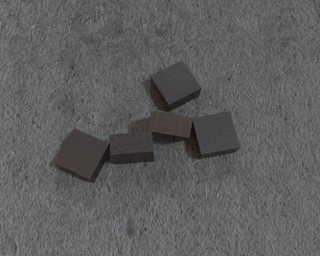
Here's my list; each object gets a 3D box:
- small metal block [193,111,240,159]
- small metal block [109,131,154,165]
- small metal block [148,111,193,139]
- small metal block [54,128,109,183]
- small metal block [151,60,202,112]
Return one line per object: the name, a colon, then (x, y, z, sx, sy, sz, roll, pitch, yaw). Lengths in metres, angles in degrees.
small metal block: (0.071, 0.010, 0.405, 0.050, 0.025, 0.050, -11, 70, -4)
small metal block: (-0.033, 0.026, 0.385, 0.050, 0.050, 0.025, -5, 70, -2)
small metal block: (0.014, -0.003, 0.393, 0.050, 0.050, 0.025, 9, 86, 3)
small metal block: (-0.097, 0.035, 0.394, 0.050, 0.025, 0.050, 23, 72, 8)
small metal block: (0.021, -0.058, 0.429, 0.050, 0.025, 0.050, -28, 73, -10)
